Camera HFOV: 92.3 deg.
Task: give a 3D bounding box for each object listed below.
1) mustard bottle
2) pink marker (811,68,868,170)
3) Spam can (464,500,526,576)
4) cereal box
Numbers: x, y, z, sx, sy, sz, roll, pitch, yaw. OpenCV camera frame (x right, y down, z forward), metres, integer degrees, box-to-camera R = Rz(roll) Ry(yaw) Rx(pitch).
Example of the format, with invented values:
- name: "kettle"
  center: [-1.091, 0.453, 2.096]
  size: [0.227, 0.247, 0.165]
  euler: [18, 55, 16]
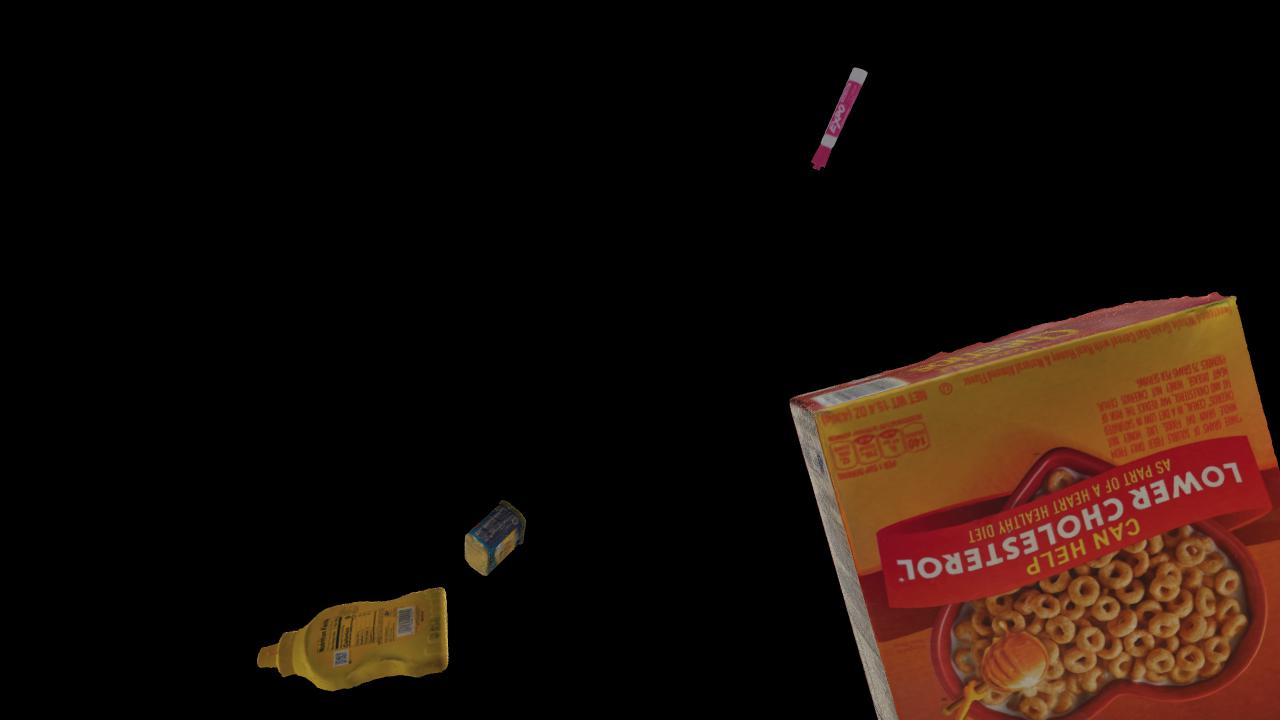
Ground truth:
- name: "mustard bottle"
  center: [-0.300, 0.297, 0.650]
  size: [0.184, 0.054, 0.092]
  euler: [-4, 42, -16]
- name: "pink marker"
  center: [0.243, -0.293, 0.755]
  size: [0.020, 0.121, 0.020]
  euler: [19, 20, -7]
- name: "Spam can"
  center: [-0.239, 0.295, 1.013]
  size: [0.058, 0.101, 0.085]
  euler: [33, 47, 17]
- name: "cereal box"
  center: [0.220, 0.140, 0.321]
  size: [0.203, 0.306, 0.081]
  euler: [-16, 1, 3]
